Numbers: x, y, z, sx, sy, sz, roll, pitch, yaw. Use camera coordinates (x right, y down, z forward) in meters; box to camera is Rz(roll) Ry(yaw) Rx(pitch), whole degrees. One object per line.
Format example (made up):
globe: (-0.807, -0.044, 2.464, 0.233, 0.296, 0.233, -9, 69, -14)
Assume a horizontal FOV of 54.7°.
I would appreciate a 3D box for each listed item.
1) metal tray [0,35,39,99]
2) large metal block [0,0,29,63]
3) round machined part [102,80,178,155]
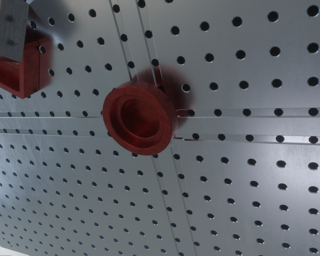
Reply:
metal tray: (-0.246, -0.111, 0.468, 0.130, 0.030, 0.089, 27, 128, 11)
large metal block: (-0.226, -0.133, 0.401, 0.080, 0.050, 0.080, 7, 90, 12)
round machined part: (-0.022, -0.016, 0.402, 0.098, 0.042, 0.097, 13, 124, 21)
